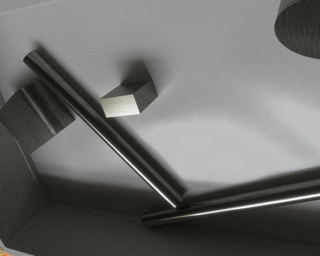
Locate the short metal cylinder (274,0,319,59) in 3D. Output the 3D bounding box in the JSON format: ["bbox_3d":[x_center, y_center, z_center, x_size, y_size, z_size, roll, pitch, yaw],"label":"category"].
[{"bbox_3d":[0.135,-0.095,0.237,0.080,0.050,0.080,17,167,5],"label":"short metal cylinder"}]

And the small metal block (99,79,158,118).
[{"bbox_3d":[-0.038,-0.038,0.388,0.050,0.050,0.025,-5,116,30],"label":"small metal block"}]

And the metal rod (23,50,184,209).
[{"bbox_3d":[-0.079,0.004,0.450,0.300,0.025,0.025,45,129,-4],"label":"metal rod"}]

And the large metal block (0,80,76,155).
[{"bbox_3d":[-0.194,-0.016,0.482,0.080,0.050,0.080,-30,102,37],"label":"large metal block"}]

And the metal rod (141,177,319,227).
[{"bbox_3d":[0.091,0.106,0.425,0.299,0.025,0.025,-22,107,35],"label":"metal rod"}]
